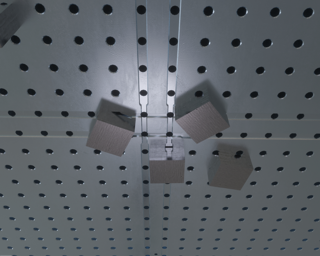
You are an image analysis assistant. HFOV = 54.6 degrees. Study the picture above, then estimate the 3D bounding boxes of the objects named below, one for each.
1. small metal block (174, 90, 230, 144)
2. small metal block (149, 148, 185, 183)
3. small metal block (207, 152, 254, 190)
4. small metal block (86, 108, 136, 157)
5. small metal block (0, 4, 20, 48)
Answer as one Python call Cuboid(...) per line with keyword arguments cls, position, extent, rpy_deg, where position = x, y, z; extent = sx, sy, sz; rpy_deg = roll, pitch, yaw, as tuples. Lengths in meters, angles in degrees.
Cuboid(cls="small metal block", position=(0.054, -0.013, 0.401), extent=(0.050, 0.025, 0.050), rpy_deg=(-30, 124, 23))
Cuboid(cls="small metal block", position=(0.010, 0.056, 0.459), extent=(0.050, 0.025, 0.050), rpy_deg=(-1, 130, 0))
Cuboid(cls="small metal block", position=(0.105, 0.066, 0.468), extent=(0.050, 0.025, 0.050), rpy_deg=(10, 130, -9))
Cuboid(cls="small metal block", position=(-0.066, 0.007, 0.417), extent=(0.050, 0.025, 0.050), rpy_deg=(19, 127, -16))
Cuboid(cls="small metal block", position=(-0.177, -0.101, 0.308), extent=(0.050, 0.050, 0.025), rpy_deg=(-3, 130, 2))
